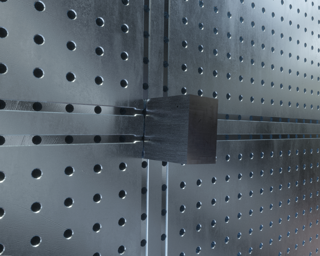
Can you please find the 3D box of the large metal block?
[{"bbox_3d":[0.025,0.002,0.395,0.050,0.080,0.080,4,87,-40],"label":"large metal block"}]
